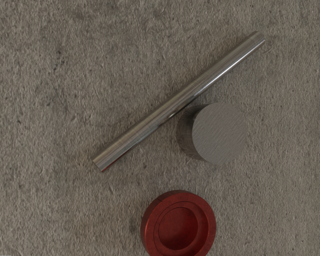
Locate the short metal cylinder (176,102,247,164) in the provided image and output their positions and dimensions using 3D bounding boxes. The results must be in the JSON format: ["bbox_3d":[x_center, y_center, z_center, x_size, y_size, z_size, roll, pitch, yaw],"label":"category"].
[{"bbox_3d":[0.069,0.007,0.423,0.081,0.050,0.079,0,90,-21],"label":"short metal cylinder"}]

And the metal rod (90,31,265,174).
[{"bbox_3d":[0.035,-0.044,0.422,0.301,0.025,0.025,-39,103,-16],"label":"metal rod"}]

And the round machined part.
[{"bbox_3d":[0.021,0.130,0.409,0.099,0.042,0.097,0,90,-21],"label":"round machined part"}]
